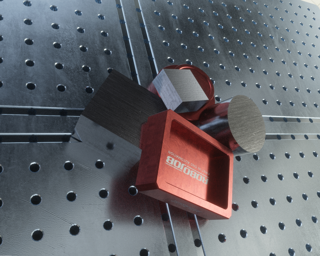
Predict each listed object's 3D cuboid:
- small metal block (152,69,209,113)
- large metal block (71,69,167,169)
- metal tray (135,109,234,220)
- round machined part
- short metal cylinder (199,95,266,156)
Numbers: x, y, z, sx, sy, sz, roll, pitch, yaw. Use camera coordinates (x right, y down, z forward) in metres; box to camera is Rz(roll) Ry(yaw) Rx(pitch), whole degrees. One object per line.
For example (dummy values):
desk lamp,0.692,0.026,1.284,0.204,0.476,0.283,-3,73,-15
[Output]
small metal block,0.026,-0.047,0.391,0.050,0.025,0.050,-9,63,-44
large metal block,-0.046,-0.011,0.374,0.080,0.050,0.080,31,52,-8
metal tray,0.036,0.047,0.359,0.130,0.030,0.090,31,55,-37
round machined part,0.039,-0.054,0.451,0.099,0.042,0.098,14,56,-21
short metal cylinder,0.102,-0.001,0.433,0.081,0.050,0.080,13,68,-36
